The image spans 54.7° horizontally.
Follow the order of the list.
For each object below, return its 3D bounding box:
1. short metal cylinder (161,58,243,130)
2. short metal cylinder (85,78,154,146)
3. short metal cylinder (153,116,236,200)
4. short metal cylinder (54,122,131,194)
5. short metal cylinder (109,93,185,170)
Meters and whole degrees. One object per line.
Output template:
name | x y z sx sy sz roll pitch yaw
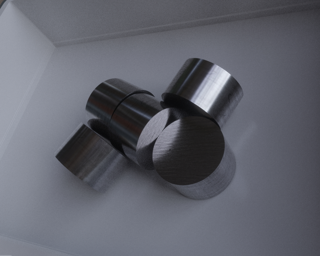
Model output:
short metal cylinder | 0.049 -0.036 0.364 0.080 0.080 0.050 26 76 36
short metal cylinder | -0.049 -0.019 0.404 0.050 0.080 0.080 29 77 37
short metal cylinder | 0.039 0.034 0.345 0.080 0.050 0.080 -13 56 20
short metal cylinder | -0.083 0.037 0.388 0.080 0.080 0.050 33 80 38
short metal cylinder | -0.014 0.004 0.373 0.050 0.080 0.080 30 78 37
